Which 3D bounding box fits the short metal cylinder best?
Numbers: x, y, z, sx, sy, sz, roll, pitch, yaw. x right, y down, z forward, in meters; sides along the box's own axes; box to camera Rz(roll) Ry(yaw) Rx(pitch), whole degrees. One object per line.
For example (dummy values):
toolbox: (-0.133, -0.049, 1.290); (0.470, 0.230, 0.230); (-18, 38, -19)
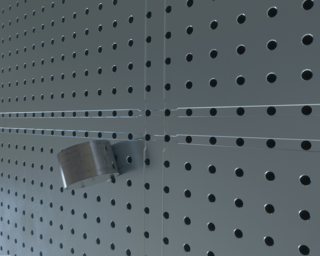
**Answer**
short metal cylinder: (-0.106, 0.055, 0.458); (0.080, 0.081, 0.050); (-29, 72, 36)
